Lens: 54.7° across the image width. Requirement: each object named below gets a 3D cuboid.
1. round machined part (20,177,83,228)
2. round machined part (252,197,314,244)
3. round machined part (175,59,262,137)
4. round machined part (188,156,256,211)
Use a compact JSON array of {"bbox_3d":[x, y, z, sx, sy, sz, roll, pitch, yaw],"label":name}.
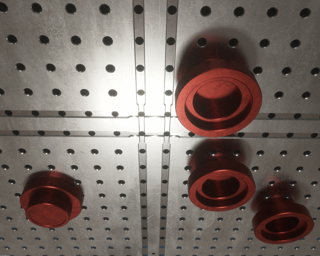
[{"bbox_3d":[-0.178,0.127,0.506,0.099,0.042,0.097,-1,130,0],"label":"round machined part"},{"bbox_3d":[0.210,0.158,0.539,0.099,0.042,0.097,-1,130,0],"label":"round machined part"},{"bbox_3d":[0.067,-0.039,0.369,0.099,0.042,0.097,-1,130,0],"label":"round machined part"},{"bbox_3d":[0.091,0.081,0.471,0.099,0.042,0.097,-1,130,0],"label":"round machined part"}]
